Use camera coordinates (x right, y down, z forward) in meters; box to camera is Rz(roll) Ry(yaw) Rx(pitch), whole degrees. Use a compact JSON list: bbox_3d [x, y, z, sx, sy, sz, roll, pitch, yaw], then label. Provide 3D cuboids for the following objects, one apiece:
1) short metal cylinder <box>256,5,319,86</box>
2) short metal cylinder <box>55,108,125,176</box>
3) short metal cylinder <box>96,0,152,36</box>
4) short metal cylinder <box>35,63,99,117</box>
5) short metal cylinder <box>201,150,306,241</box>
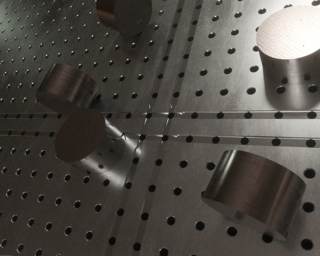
[{"bbox_3d":[0.160,-0.097,0.368,0.080,0.050,0.080,-13,56,20],"label":"short metal cylinder"},{"bbox_3d":[-0.096,0.020,0.428,0.080,0.050,0.080,-13,56,20],"label":"short metal cylinder"},{"bbox_3d":[-0.060,-0.203,0.527,0.050,0.080,0.080,31,79,37],"label":"short metal cylinder"},{"bbox_3d":[-0.143,-0.055,0.479,0.080,0.080,0.050,7,65,31],"label":"short metal cylinder"},{"bbox_3d":[0.086,0.062,0.289,0.080,0.080,0.050,18,71,34],"label":"short metal cylinder"}]
